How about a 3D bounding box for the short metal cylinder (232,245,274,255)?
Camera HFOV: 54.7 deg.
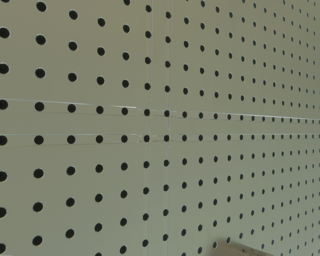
[{"bbox_3d":[0.158,0.248,0.526,0.081,0.050,0.079,0,90,-40],"label":"short metal cylinder"}]
